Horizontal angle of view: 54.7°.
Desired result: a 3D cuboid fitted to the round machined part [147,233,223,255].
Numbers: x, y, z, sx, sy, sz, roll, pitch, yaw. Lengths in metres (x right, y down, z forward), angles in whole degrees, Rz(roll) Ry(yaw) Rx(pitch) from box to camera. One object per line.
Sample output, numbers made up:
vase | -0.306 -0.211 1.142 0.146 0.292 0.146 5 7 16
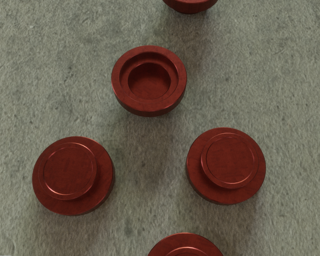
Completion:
round machined part | 0.029 0.166 0.339 0.099 0.042 0.098 0 70 -1

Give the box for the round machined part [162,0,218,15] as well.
round machined part | 0.046 -0.217 0.479 0.099 0.042 0.098 0 70 -1

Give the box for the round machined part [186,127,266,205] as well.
round machined part | 0.083 0.044 0.384 0.099 0.042 0.098 0 70 -1

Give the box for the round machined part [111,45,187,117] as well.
round machined part | -0.014 -0.060 0.421 0.099 0.042 0.098 0 70 -1

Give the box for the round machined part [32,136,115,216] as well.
round machined part | -0.107 0.056 0.377 0.099 0.042 0.098 0 70 -1
